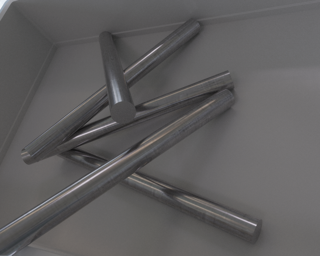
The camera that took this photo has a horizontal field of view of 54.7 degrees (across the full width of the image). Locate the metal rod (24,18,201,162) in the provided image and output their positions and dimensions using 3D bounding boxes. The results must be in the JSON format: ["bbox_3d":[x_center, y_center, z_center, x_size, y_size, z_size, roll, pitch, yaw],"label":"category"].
[{"bbox_3d":[-0.055,-0.062,0.434,0.301,0.025,0.025,-42,50,-16],"label":"metal rod"}]

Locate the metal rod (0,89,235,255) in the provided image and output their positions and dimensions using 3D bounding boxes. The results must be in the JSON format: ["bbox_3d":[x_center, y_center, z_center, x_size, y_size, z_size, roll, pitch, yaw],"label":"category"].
[{"bbox_3d":[-0.030,0.033,0.319,0.302,0.025,0.025,-32,46,-27],"label":"metal rod"}]

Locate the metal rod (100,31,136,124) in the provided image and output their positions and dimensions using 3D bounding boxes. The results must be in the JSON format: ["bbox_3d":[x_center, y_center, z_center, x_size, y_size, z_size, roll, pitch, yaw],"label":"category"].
[{"bbox_3d":[-0.067,-0.088,0.431,0.025,0.025,0.300,-33,31,6],"label":"metal rod"}]

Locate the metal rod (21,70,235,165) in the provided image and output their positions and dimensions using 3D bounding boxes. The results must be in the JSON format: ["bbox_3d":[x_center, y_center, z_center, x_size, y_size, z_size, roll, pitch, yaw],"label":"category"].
[{"bbox_3d":[-0.049,-0.011,0.418,0.301,0.025,0.025,-20,54,8],"label":"metal rod"}]

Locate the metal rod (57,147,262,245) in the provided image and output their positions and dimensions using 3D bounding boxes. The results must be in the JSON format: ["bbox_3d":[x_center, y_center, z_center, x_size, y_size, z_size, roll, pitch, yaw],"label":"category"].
[{"bbox_3d":[-0.027,0.065,0.379,0.300,0.025,0.025,16,70,34],"label":"metal rod"}]
